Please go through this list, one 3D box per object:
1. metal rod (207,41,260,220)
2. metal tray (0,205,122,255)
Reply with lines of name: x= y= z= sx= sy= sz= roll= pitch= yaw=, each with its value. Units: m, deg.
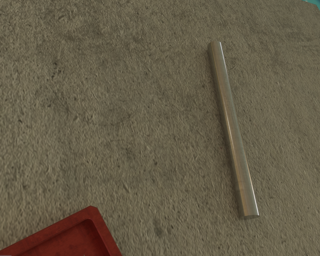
metal rod: x=0.105 y=-0.015 z=0.471 sx=0.025 sy=0.025 sz=0.299 roll=10 pitch=57 yaw=-23
metal tray: x=-0.096 y=0.137 z=0.265 sx=0.131 sy=0.030 sz=0.090 roll=-21 pitch=73 yaw=-36
